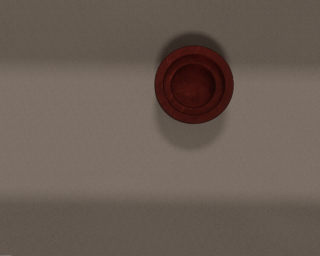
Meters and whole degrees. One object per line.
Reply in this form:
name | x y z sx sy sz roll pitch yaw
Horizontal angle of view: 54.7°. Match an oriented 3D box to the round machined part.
round machined part | 0.042 -0.054 0.403 0.099 0.042 0.097 0 90 -1
